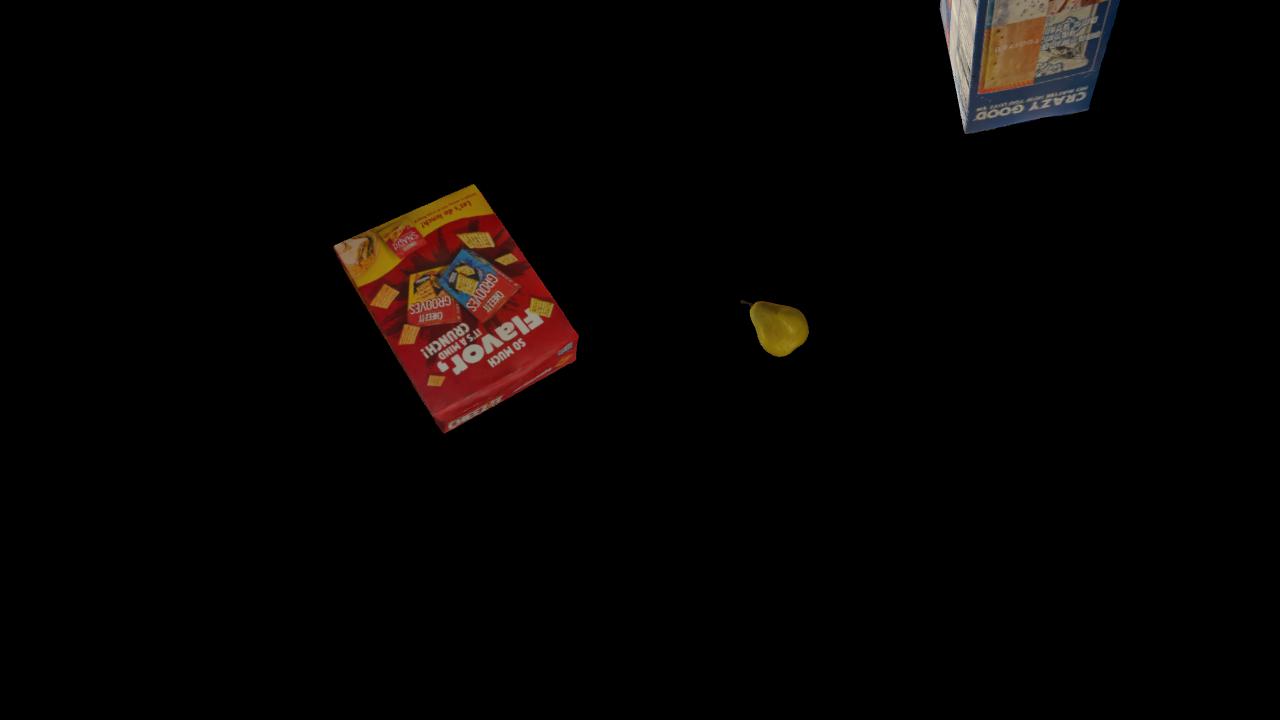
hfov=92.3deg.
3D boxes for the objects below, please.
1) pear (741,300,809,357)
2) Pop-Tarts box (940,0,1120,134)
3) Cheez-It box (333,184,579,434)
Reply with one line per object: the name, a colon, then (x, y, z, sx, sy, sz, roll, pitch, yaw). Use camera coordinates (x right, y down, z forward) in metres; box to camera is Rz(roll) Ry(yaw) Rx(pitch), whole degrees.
pear: (0.206, -0.062, 0.951, 0.080, 0.111, 0.080, -40, 2, 2)
Pop-Tarts box: (0.265, -0.275, 0.429, 0.083, 0.167, 0.141, -3, -32, 21)
Cheez-It box: (-0.191, -0.059, 0.654, 0.166, 0.223, 0.071, -31, -16, -19)
